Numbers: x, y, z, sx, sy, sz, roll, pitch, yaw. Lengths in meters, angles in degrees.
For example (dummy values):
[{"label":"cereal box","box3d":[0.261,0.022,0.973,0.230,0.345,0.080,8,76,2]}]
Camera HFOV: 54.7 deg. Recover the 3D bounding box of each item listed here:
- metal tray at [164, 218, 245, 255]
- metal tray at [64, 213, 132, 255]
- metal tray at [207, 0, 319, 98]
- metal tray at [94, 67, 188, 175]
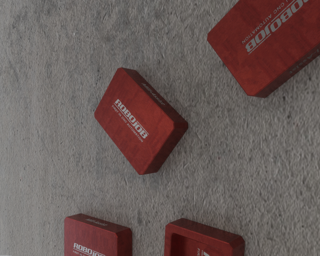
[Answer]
[{"label":"metal tray","box3d":[0.047,0.182,0.362,0.090,0.030,0.129,5,93,40]},{"label":"metal tray","box3d":[-0.100,0.192,0.484,0.130,0.030,0.089,0,90,40]},{"label":"metal tray","box3d":[0.119,-0.103,0.303,0.129,0.030,0.090,-43,64,31]},{"label":"metal tray","box3d":[-0.031,-0.011,0.428,0.130,0.030,0.089,48,118,29]}]
